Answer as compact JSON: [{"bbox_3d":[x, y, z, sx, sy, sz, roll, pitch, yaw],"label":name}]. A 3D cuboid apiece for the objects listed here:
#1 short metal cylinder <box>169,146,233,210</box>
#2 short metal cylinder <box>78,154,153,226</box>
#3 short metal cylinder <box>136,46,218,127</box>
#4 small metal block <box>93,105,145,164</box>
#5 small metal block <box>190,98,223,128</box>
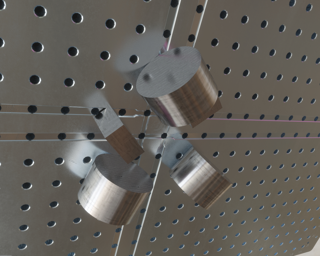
[{"bbox_3d":[0.059,0.072,0.453,0.050,0.080,0.080,-47,129,5],"label":"short metal cylinder"},{"bbox_3d":[-0.056,0.076,0.392,0.081,0.080,0.050,18,109,-35],"label":"short metal cylinder"},{"bbox_3d":[0.020,-0.048,0.357,0.080,0.080,0.050,-39,129,-2],"label":"short metal cylinder"},{"bbox_3d":[-0.050,0.008,0.373,0.025,0.050,0.050,-37,129,-4],"label":"small metal block"},{"bbox_3d":[0.050,-0.036,0.416,0.050,0.025,0.050,-35,129,-6],"label":"small metal block"}]
